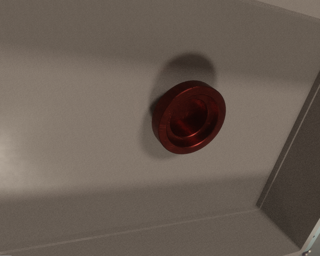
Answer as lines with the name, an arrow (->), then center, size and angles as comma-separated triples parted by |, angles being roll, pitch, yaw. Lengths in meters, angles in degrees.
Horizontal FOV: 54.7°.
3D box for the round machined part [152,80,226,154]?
round machined part -> 0.034, -0.017, 0.407 | 0.099, 0.042, 0.097 | -14, 125, -21
